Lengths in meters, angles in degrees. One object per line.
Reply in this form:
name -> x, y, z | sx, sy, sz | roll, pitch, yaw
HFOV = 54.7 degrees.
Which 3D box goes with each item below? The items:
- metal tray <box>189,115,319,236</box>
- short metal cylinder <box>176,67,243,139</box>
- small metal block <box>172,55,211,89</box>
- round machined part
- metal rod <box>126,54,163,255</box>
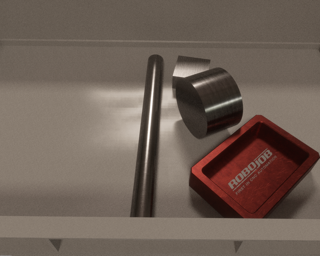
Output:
metal tray -> 0.110, 0.048, 0.362 | 0.131, 0.030, 0.090 | -35, 58, -26
short metal cylinder -> 0.061, -0.032, 0.397 | 0.050, 0.080, 0.080 | -20, 53, -16
small metal block -> 0.048, -0.083, 0.476 | 0.050, 0.025, 0.050 | 9, 51, 7
round machined part -> -0.037, -0.266, 0.620 | 0.099, 0.042, 0.098 | 0, 50, 0
metal rod -> -0.014, 0.007, 0.398 | 0.025, 0.025, 0.300 | 2, 50, 1
